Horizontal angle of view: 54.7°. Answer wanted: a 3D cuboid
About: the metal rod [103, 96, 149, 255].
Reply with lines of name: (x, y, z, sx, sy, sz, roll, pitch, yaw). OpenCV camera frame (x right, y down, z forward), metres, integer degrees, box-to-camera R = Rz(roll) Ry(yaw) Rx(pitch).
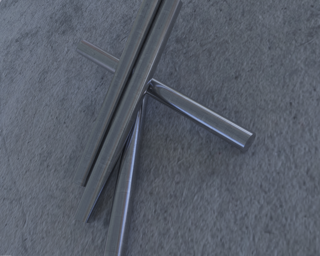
metal rod: (-0.041, 0.064, 0.384, 0.025, 0.025, 0.299, -7, 58, 24)

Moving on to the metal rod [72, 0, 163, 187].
metal rod: (-0.050, -0.065, 0.408, 0.025, 0.025, 0.298, 24, 93, 36)

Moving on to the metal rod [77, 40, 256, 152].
metal rod: (-0.011, -0.055, 0.415, 0.300, 0.025, 0.025, 33, 80, 29)

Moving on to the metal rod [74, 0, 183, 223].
metal rod: (-0.039, -0.026, 0.391, 0.025, 0.025, 0.299, 20, 87, 35)
